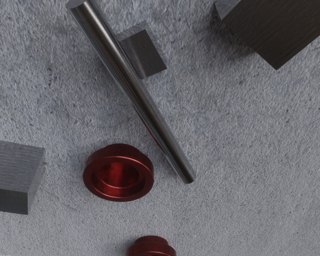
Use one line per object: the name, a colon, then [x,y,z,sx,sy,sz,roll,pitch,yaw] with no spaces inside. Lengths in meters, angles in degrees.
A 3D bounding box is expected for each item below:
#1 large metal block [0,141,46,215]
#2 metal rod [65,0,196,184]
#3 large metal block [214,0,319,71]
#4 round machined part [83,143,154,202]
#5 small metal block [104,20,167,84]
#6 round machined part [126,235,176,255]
large metal block: [-0.210,0.066,0.425,0.081,0.080,0.050,11,129,-10]
metal rod: [-0.013,-0.017,0.366,0.025,0.025,0.299,-17,136,14]
large metal block: [0.111,-0.116,0.293,0.080,0.050,0.080,32,123,-25]
round machined part: [-0.058,0.060,0.447,0.099,0.042,0.097,0,130,0]
small metal block: [-0.026,-0.081,0.338,0.050,0.025,0.050,-21,127,17]
round machined part: [-0.017,0.247,0.606,0.099,0.042,0.097,0,130,0]
